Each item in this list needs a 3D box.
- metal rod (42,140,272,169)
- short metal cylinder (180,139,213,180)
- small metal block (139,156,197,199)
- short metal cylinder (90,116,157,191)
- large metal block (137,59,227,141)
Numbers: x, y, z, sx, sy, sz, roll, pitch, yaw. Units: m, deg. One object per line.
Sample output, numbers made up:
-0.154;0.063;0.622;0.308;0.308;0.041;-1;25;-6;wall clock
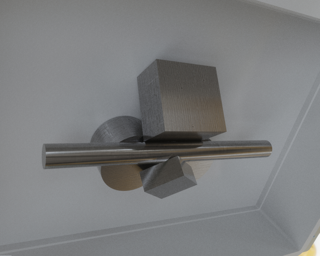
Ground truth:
0.020;0.029;0.372;0.303;0.025;0.025;1;118;-29;metal rod
0.028;0.033;0.429;0.081;0.050;0.079;-14;125;-21;short metal cylinder
0.011;0.061;0.373;0.050;0.025;0.050;-25;151;13;small metal block
-0.042;0.032;0.389;0.081;0.050;0.079;-14;125;-21;short metal cylinder
0.024;-0.028;0.361;0.081;0.050;0.080;1;75;-29;large metal block
